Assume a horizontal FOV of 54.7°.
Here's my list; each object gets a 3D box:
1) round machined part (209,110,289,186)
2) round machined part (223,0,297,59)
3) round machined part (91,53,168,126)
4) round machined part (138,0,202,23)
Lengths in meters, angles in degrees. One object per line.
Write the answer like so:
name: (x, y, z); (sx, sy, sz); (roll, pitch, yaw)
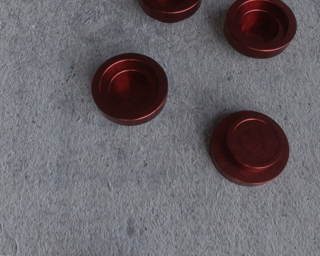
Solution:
round machined part: (0.115, 0.022, 0.392); (0.099, 0.042, 0.098); (0, 70, 0)
round machined part: (0.142, -0.142, 0.452); (0.099, 0.042, 0.098); (0, 70, 0)
round machined part: (-0.039, -0.048, 0.416); (0.099, 0.042, 0.098); (0, 70, 0)
round machined part: (0.015, -0.201, 0.472); (0.099, 0.042, 0.098); (0, 70, 0)
